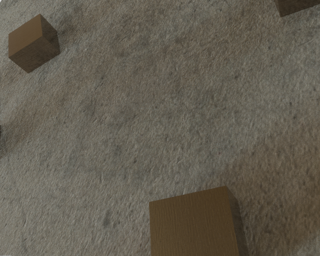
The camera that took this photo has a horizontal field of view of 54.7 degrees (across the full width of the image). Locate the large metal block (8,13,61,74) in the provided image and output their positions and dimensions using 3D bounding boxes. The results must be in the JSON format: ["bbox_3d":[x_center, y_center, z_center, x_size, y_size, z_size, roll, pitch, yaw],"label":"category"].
[{"bbox_3d":[-0.253,-0.170,0.621,0.080,0.050,0.080,-29,52,9],"label":"large metal block"}]

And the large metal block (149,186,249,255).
[{"bbox_3d":[0.038,0.110,0.300,0.080,0.050,0.080,-16,55,18],"label":"large metal block"}]

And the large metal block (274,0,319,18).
[{"bbox_3d":[0.190,-0.207,0.415,0.080,0.050,0.080,-15,56,19],"label":"large metal block"}]
